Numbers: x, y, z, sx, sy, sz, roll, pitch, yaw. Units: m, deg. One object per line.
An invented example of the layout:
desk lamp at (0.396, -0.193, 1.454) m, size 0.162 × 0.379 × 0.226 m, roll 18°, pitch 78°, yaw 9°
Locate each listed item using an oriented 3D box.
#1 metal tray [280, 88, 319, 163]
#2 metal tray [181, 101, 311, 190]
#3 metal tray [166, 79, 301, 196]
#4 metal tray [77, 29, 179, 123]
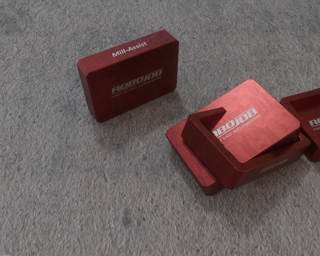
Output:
metal tray at (0.235, -0.014, 0.412) m, size 0.131 × 0.030 × 0.090 m, roll -15°, pitch 52°, yaw -12°
metal tray at (0.102, 0.012, 0.365) m, size 0.131 × 0.030 × 0.090 m, roll -14°, pitch 49°, yaw -34°
metal tray at (0.085, 0.008, 0.370) m, size 0.130 × 0.030 × 0.090 m, roll -32°, pitch 56°, yaw -4°
metal tray at (-0.038, -0.069, 0.418) m, size 0.131 × 0.090 × 0.030 m, roll -26°, pitch 55°, yaw -20°
